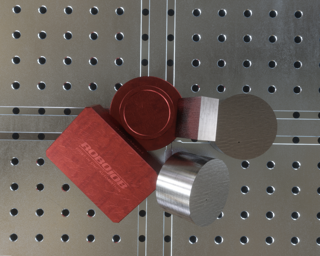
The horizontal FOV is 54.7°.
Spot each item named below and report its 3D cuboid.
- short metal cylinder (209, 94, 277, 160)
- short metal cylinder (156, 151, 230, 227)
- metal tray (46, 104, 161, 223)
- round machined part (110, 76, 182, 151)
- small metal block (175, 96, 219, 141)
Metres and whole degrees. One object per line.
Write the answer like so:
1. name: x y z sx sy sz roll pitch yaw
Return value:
1. short metal cylinder: 0.102 -0.002 0.398 0.081 0.050 0.079 0 90 0
2. short metal cylinder: 0.041 0.072 0.376 0.050 0.081 0.080 10 90 43
3. metal tray: -0.068 0.045 0.395 0.130 0.030 0.090 45 105 -1
4. round machined part: -0.016 -0.019 0.400 0.099 0.042 0.097 0 90 0
5. small metal block: 0.044 -0.011 0.379 0.025 0.050 0.050 6 89 -28
